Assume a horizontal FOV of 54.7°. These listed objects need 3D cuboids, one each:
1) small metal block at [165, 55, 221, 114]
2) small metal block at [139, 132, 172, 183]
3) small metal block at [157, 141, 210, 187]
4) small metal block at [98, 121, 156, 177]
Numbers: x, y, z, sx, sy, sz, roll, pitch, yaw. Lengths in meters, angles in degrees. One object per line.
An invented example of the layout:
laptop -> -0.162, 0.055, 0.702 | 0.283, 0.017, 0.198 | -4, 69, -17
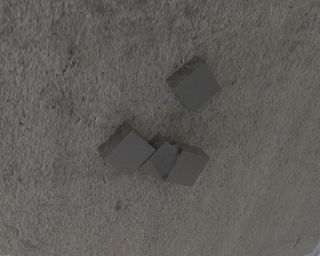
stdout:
small metal block -> 0.043, -0.055, 0.396 | 0.050, 0.025, 0.050 | -40, 130, -1
small metal block -> 0.000, 0.041, 0.432 | 0.050, 0.025, 0.050 | -46, 129, 4
small metal block -> 0.032, 0.050, 0.423 | 0.050, 0.025, 0.050 | 17, 109, -35
small metal block -> -0.042, 0.028, 0.401 | 0.050, 0.025, 0.050 | -46, 129, 4
